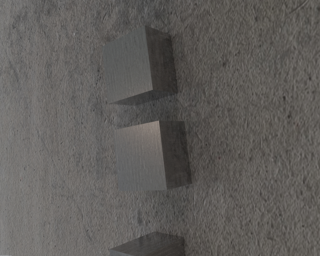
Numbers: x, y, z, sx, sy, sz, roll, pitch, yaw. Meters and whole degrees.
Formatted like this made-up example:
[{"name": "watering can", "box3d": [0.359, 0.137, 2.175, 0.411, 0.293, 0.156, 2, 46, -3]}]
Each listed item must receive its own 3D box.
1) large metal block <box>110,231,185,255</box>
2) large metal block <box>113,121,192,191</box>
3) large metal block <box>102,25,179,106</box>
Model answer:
[{"name": "large metal block", "box3d": [-0.012, 0.181, 0.379, 0.050, 0.081, 0.080, -5, 87, 40]}, {"name": "large metal block", "box3d": [-0.011, 0.036, 0.398, 0.080, 0.050, 0.080, -11, 83, 39]}, {"name": "large metal block", "box3d": [-0.028, -0.078, 0.412, 0.080, 0.050, 0.080, -12, 83, 39]}]
